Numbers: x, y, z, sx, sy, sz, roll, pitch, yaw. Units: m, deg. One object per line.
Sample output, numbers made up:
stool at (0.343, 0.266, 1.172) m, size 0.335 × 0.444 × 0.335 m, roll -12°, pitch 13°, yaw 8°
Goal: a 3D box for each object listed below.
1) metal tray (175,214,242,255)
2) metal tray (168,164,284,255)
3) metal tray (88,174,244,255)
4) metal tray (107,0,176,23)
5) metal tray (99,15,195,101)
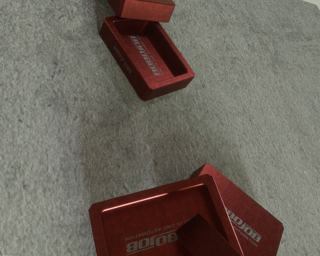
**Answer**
metal tray at (0.071, 0.150, 0.283) m, size 0.030 × 0.090 × 0.130 m, roll -35°, pitch 105°, yaw -9°
metal tray at (0.081, 0.117, 0.375) m, size 0.130 × 0.030 × 0.090 m, roll 39°, pitch 51°, yaw -2°
metal tray at (0.004, 0.106, 0.307) m, size 0.131 × 0.030 × 0.090 m, roll -13°, pitch 63°, yaw -12°
metal tray at (-0.044, -0.219, 0.491) m, size 0.091 × 0.030 × 0.130 m, roll -6°, pitch 50°, yaw -31°
metal tray at (-0.019, -0.110, 0.458) m, size 0.091 × 0.030 × 0.130 m, roll -23°, pitch 74°, yaw -37°
